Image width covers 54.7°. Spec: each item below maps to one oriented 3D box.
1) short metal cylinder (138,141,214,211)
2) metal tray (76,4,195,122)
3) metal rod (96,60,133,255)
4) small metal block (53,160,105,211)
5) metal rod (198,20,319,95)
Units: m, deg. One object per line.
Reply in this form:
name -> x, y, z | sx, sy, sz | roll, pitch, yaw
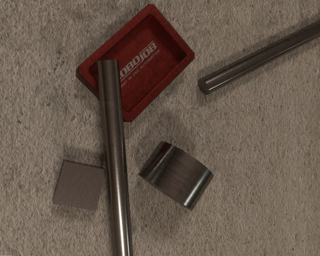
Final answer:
short metal cylinder -> 0.020, 0.060, 0.388 | 0.080, 0.080, 0.050 | 38, 78, -17
metal tray -> -0.029, -0.081, 0.396 | 0.130, 0.030, 0.090 | -47, 105, -14
metal rod -> -0.051, 0.071, 0.371 | 0.025, 0.025, 0.298 | -7, 100, -20
small metal block -> -0.097, 0.068, 0.374 | 0.050, 0.025, 0.050 | 16, 85, -20
metal rod -> 0.187, -0.124, 0.479 | 0.302, 0.025, 0.025 | -28, 100, -18
